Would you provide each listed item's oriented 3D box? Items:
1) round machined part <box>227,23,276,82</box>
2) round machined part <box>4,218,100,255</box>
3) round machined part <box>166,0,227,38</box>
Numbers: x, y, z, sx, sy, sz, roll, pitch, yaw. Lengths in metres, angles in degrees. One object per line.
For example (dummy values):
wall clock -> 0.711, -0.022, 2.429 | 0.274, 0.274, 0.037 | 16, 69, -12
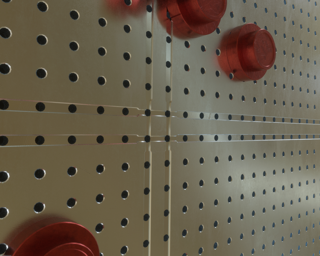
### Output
round machined part -> 0.163, -0.131, 0.532 | 0.099, 0.042, 0.097 | 0, 90, -40
round machined part -> -0.103, 0.144, 0.311 | 0.099, 0.042, 0.097 | 0, 90, -40
round machined part -> 0.059, -0.184, 0.446 | 0.099, 0.042, 0.097 | 0, 90, -40
